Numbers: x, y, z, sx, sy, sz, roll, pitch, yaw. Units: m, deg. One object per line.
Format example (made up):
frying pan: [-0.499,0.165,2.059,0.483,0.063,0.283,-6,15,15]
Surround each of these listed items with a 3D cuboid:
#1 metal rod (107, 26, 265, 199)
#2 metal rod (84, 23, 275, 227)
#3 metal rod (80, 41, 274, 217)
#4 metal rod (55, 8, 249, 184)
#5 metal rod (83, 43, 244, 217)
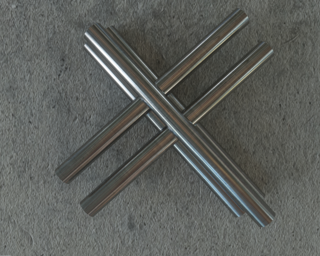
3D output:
metal rod: [0.030,-0.015,0.411,0.025,0.025,0.300,-42,91,0]
metal rod: [0.023,-0.003,0.361,0.025,0.025,0.300,-43,91,0]
metal rod: [0.022,0.001,0.386,0.300,0.025,0.025,-42,91,-1]
metal rod: [-0.009,-0.040,0.386,0.300,0.025,0.025,-42,91,-1]
metal rod: [0.009,-0.001,0.411,0.025,0.025,0.300,-42,91,0]
